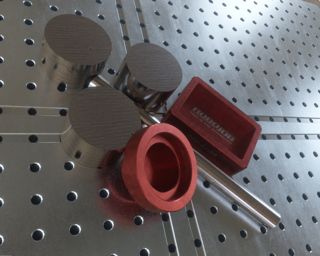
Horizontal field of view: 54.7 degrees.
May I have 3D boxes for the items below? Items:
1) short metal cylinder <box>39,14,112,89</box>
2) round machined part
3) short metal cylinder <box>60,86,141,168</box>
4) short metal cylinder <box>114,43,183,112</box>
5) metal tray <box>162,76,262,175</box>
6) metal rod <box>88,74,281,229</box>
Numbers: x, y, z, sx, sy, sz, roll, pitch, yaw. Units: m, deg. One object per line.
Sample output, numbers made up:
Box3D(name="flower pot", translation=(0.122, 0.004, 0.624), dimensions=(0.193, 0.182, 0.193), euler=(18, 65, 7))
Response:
Box3D(name="short metal cylinder", translation=(-0.107, -0.096, 0.393), dimensions=(0.081, 0.050, 0.080), euler=(14, 56, -21))
Box3D(name="round machined part", translation=(-0.004, 0.046, 0.353), dimensions=(0.099, 0.042, 0.098), euler=(17, 66, -43))
Box3D(name="short metal cylinder", translation=(-0.068, -0.001, 0.355), dimensions=(0.081, 0.050, 0.080), euler=(14, 56, -21))
Box3D(name="short metal cylinder", translation=(-0.017, -0.069, 0.424), dimensions=(0.081, 0.050, 0.080), euler=(14, 56, -21))
Box3D(name="metal tray", translation=(0.078, -0.005, 0.449), dimensions=(0.130, 0.030, 0.090), euler=(38, 52, -3))
Box3D(name="metal rod", translation=(0.033, 0.033, 0.406), dimensions=(0.300, 0.025, 0.025), euler=(38, 51, -3))
